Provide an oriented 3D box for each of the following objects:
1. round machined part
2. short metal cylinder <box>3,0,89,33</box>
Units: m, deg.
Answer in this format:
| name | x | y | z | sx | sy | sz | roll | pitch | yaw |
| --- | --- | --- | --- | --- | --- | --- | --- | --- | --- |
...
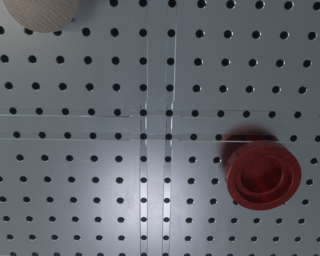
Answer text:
| name | x | y | z | sx | sy | sz | roll | pitch | yaw |
| --- | --- | --- | --- | --- | --- | --- | --- | --- | --- |
| round machined part | 0.138 | 0.061 | 0.428 | 0.099 | 0.042 | 0.097 | 0 | 110 | 0 |
| short metal cylinder | -0.124 | -0.148 | 0.344 | 0.081 | 0.050 | 0.079 | 0 | 110 | -1 |
